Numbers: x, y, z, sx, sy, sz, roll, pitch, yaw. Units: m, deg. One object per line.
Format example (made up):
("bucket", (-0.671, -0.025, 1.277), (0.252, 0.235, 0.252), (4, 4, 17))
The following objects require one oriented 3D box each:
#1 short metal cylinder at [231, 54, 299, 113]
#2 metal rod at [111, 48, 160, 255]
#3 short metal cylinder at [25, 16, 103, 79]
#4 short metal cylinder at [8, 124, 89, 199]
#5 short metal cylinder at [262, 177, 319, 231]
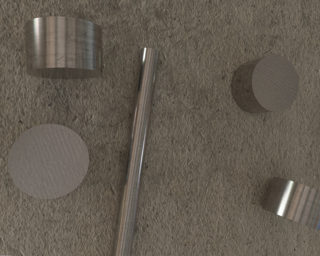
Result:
("short metal cylinder", (0.152, -0.062, 0.452), (0.081, 0.050, 0.080), (0, 90, -20))
("metal rod", (-0.033, 0.047, 0.397), (0.025, 0.025, 0.298), (9, 87, -20))
("short metal cylinder", (-0.104, -0.084, 0.341), (0.081, 0.080, 0.050), (-2, 91, -20))
("short metal cylinder", (-0.124, 0.035, 0.350), (0.081, 0.050, 0.080), (0, 90, -20))
("short metal cylinder", (0.198, 0.110, 0.453), (0.080, 0.080, 0.050), (24, 82, -19))
